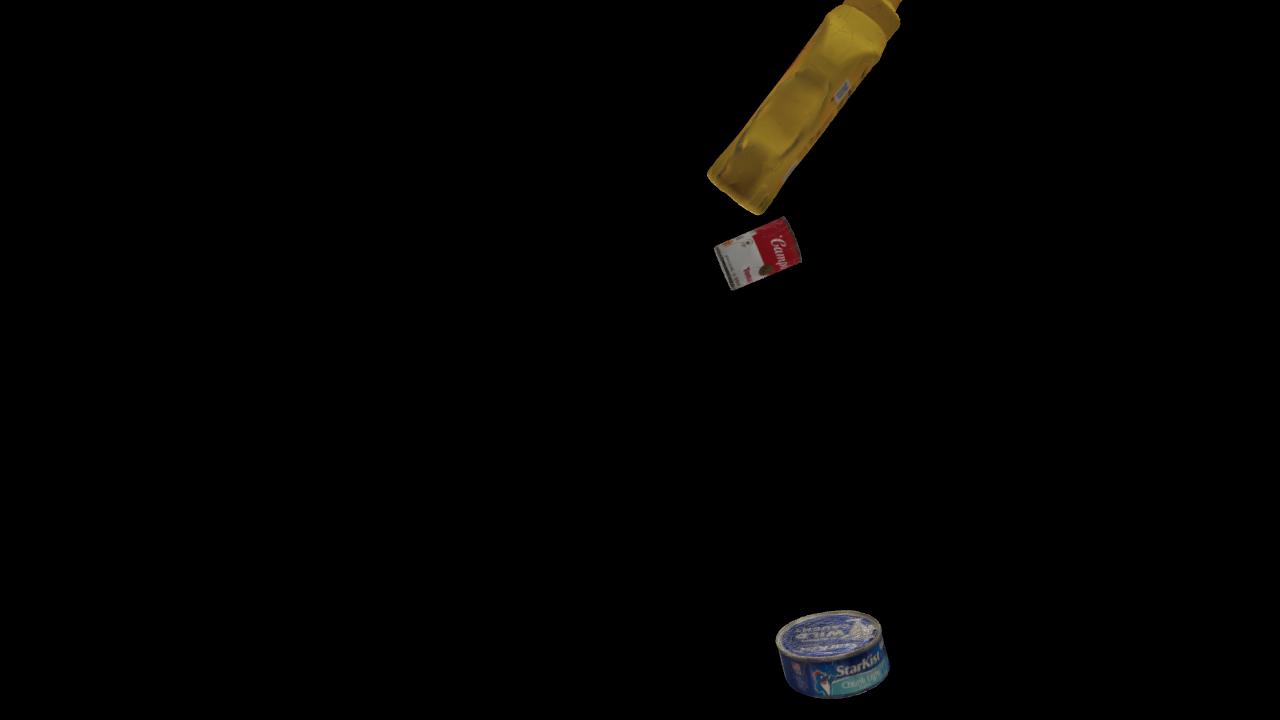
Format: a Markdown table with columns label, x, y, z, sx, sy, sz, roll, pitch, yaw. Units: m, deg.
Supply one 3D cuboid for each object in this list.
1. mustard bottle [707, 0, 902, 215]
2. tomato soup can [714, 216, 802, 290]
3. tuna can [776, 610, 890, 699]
| label | x | y | z | sx | sy | sz | roll | pitch | yaw |
| --- | --- | --- | --- | --- | --- | --- | --- | --- | --- |
| mustard bottle | 0.126 | -0.195 | 0.452 | 0.054 | 0.184 | 0.092 | 41 | 18 | 8 |
| tomato soup can | 0.158 | -0.143 | 0.832 | 0.101 | 0.068 | 0.068 | -22 | -3 | 8 |
| tuna can | 0.154 | 0.235 | 0.494 | 0.084 | 0.034 | 0.084 | -13 | -3 | -1 |
